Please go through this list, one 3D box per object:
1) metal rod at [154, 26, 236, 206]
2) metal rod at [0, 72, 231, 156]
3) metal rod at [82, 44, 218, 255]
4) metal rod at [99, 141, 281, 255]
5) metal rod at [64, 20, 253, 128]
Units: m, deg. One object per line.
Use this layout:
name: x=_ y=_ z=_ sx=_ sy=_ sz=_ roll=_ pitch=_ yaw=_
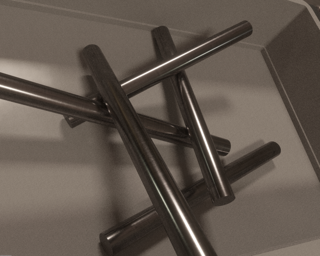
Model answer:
metal rod: x=0.035 y=-0.039 z=0.416 sx=0.025 sy=0.025 sz=0.299 roll=5 pitch=49 yaw=-26
metal rod: x=-0.035 y=-0.008 z=0.367 sx=0.302 sy=0.025 sz=0.025 roll=16 pitch=55 yaw=-29
metal rod: x=-0.028 y=0.001 z=0.305 sx=0.025 sy=0.025 sz=0.300 roll=-3 pitch=42 yaw=-30
metal rod: x=0.062 y=0.074 z=0.395 sx=0.302 sy=0.025 sz=0.025 roll=-20 pitch=73 yaw=-36
metal rod: x=0.012 y=-0.081 z=0.415 sx=0.302 sy=0.025 sz=0.025 roll=-31 pitch=79 yaw=-23
